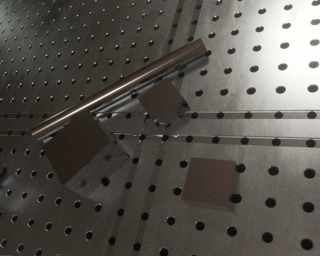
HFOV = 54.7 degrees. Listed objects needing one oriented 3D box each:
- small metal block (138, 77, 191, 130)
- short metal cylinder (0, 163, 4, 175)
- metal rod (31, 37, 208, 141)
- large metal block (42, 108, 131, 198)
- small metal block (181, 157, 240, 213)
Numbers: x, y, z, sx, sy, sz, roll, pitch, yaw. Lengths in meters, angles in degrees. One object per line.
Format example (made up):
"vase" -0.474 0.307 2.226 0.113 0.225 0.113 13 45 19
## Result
"small metal block" 0.005 -0.034 0.425 0.050 0.025 0.050 -36 51 3
"short metal cylinder" -0.299 0.064 0.488 0.050 0.080 0.080 -48 52 -5
"metal rod" -0.069 -0.056 0.476 0.301 0.025 0.025 -26 53 11
"large metal block" -0.101 0.033 0.423 0.080 0.050 0.080 -43 51 -2
"small metal block" 0.056 0.062 0.340 0.050 0.025 0.050 2 63 29
